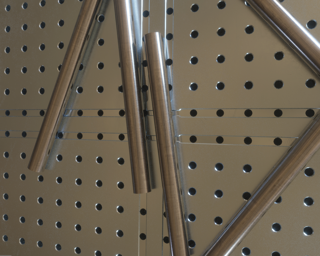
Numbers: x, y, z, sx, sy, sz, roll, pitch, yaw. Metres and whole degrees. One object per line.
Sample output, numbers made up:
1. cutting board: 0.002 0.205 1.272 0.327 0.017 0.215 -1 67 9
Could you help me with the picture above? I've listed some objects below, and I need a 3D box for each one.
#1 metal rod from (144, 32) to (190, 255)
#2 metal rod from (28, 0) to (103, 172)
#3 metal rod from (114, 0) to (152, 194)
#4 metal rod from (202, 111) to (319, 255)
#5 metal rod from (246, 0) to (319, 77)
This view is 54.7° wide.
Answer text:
1. metal rod: 0.009 0.024 0.408 0.025 0.025 0.298 -8 87 19
2. metal rod: -0.138 -0.075 0.459 0.025 0.025 0.298 23 97 18
3. metal rod: -0.039 -0.062 0.425 0.025 0.025 0.298 -7 88 19
4. metal rod: 0.113 0.097 0.372 0.025 0.025 0.299 38 102 15
5. metal rod: 0.165 -0.097 0.354 0.025 0.025 0.300 -41 78 15
